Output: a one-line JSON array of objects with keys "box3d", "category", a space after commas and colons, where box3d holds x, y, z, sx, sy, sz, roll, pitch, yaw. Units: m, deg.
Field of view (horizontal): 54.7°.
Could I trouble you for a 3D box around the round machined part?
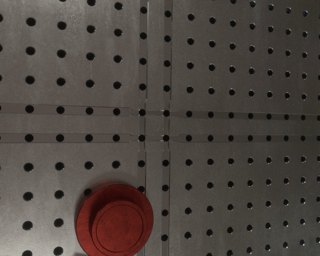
[{"box3d": [-0.054, 0.119, 0.385, 0.099, 0.042, 0.097, 0, 90, -21], "category": "round machined part"}]
